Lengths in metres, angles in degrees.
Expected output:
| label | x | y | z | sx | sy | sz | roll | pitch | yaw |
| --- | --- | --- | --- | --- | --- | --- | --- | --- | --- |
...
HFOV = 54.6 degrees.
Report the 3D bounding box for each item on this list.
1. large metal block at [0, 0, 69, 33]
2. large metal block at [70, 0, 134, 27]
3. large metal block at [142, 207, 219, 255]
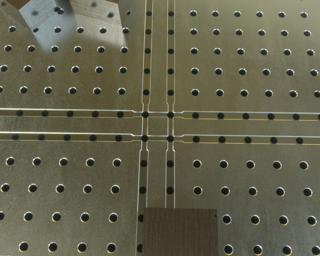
| label | x | y | z | sx | sy | sz | roll | pitch | yaw |
| --- | --- | --- | --- | --- | --- | --- | --- | --- | --- |
| large metal block | -0.202 | -0.208 | 0.474 | 0.080 | 0.050 | 0.080 | 38 | 74 | 12 |
| large metal block | -0.084 | -0.214 | 0.476 | 0.080 | 0.050 | 0.080 | 18 | 71 | 6 |
| large metal block | 0.021 | 0.134 | 0.350 | 0.080 | 0.050 | 0.080 | 1 | 70 | 0 |
